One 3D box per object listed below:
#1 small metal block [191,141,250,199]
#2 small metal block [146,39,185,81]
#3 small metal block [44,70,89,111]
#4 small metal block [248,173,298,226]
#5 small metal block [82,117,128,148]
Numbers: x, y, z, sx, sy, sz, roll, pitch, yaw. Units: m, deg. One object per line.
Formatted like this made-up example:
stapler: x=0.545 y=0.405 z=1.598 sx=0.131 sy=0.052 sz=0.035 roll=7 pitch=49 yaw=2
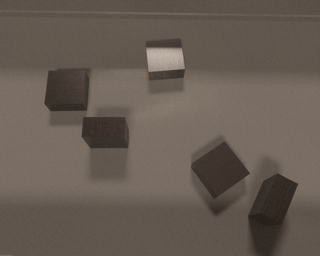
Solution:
small metal block: x=0.075 y=0.053 z=0.391 sx=0.050 sy=0.025 sz=0.050 roll=-32 pitch=74 yaw=-12
small metal block: x=0.007 y=-0.098 z=0.446 sx=0.050 sy=0.025 sz=0.050 roll=-5 pitch=70 yaw=-2
small metal block: x=-0.127 y=-0.051 z=0.427 sx=0.050 sy=0.025 sz=0.050 roll=-1 pitch=70 yaw=-1
small metal block: x=0.133 y=0.086 z=0.367 sx=0.025 sy=0.050 sz=0.050 roll=28 pitch=72 yaw=9
small metal block: x=-0.067 y=0.007 z=0.393 sx=0.050 sy=0.050 sz=0.025 roll=0 pitch=70 yaw=-1
